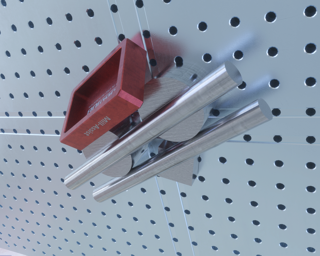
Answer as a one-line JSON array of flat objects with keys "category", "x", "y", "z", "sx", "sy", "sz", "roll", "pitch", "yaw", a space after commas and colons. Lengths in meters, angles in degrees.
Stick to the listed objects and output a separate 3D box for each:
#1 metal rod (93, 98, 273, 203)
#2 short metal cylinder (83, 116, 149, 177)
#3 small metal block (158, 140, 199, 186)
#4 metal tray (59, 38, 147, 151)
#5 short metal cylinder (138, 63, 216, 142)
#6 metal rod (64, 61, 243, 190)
[{"category": "metal rod", "x": 0.005, "y": 0.043, "z": 0.400, "sx": 0.299, "sy": 0.025, "sz": 0.025, "roll": -32, "pitch": 101, "yaw": 38}, {"category": "short metal cylinder", "x": -0.063, "y": 0.023, "z": 0.441, "sx": 0.080, "sy": 0.050, "sz": 0.079, "roll": 13, "pitch": 124, "yaw": 20}, {"category": "small metal block", "x": 0.025, "y": 0.046, "z": 0.424, "sx": 0.050, "sy": 0.025, "sz": 0.050, "roll": 14, "pitch": 124, "yaw": 20}, {"category": "metal tray", "x": -0.071, "y": -0.038, "z": 0.379, "sx": 0.030, "sy": 0.090, "sz": 0.130, "roll": 29, "pitch": 136, "yaw": -32}, {"category": "short metal cylinder", "x": 0.021, "y": -0.031, "z": 0.365, "sx": 0.080, "sy": 0.050, "sz": 0.079, "roll": 13, "pitch": 124, "yaw": 20}, {"category": "metal rod", "x": -0.032, "y": 0.015, "z": 0.370, "sx": 0.299, "sy": 0.025, "sz": 0.025, "roll": -33, "pitch": 100, "yaw": 38}]
